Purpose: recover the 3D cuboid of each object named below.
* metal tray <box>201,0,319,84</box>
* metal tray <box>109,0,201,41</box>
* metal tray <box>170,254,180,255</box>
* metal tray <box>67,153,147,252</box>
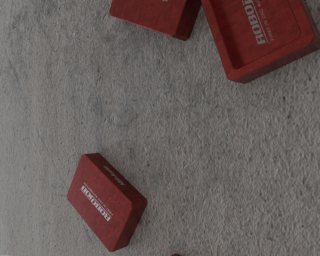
[{"bbox_3d":[0.097,-0.122,0.321,0.090,0.030,0.129,-25,74,37],"label":"metal tray"},{"bbox_3d":[-0.005,-0.176,0.406,0.130,0.030,0.089,31,109,35],"label":"metal tray"},{"bbox_3d":[0.009,0.238,0.394,0.090,0.030,0.129,45,117,30],"label":"metal tray"},{"bbox_3d":[-0.086,0.109,0.473,0.130,0.030,0.089,37,113,33],"label":"metal tray"}]
